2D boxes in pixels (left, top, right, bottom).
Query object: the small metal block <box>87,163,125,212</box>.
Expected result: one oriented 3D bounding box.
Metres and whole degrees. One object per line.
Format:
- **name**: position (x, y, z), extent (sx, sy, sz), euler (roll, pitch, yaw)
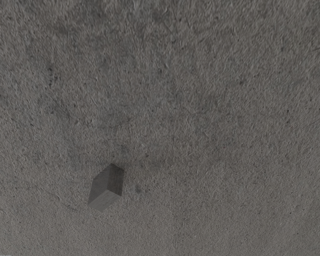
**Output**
- **small metal block**: position (-0.081, 0.089, 0.466), extent (0.025, 0.050, 0.050), euler (34, 122, -25)
